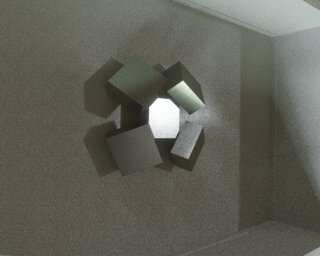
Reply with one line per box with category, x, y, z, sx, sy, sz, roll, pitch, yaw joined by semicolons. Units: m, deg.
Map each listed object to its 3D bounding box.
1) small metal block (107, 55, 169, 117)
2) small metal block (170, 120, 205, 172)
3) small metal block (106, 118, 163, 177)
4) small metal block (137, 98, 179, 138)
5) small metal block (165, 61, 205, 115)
small metal block;-0.026;-0.049;0.365;0.050;0.025;0.050;37;62;7
small metal block;0.039;0.026;0.422;0.050;0.025;0.050;-63;159;-21
small metal block;-0.029;0.023;0.364;0.050;0.025;0.050;-20;107;0
small metal block;-0.002;-0.012;0.401;0.050;0.025;0.050;2;89;-40
small metal block;0.033;-0.054;0.416;0.050;0.025;0.050;42;27;-32
